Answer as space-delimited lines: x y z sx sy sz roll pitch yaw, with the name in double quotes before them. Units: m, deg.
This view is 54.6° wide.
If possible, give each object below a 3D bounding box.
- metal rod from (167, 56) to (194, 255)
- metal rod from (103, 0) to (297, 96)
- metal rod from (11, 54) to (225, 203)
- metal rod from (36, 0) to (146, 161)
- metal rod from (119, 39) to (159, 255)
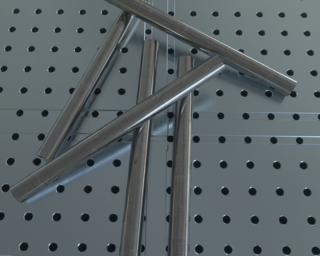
"metal rod" 0.028 0.043 0.396 0.025 0.025 0.299 3 70 1
"metal rod" 0.052 -0.127 0.442 0.301 0.025 0.025 29 73 4
"metal rod" -0.050 -0.001 0.388 0.301 0.025 0.025 -33 73 -3
"metal rod" -0.087 -0.089 0.443 0.025 0.025 0.300 22 71 8
"metal rod" -0.024 0.017 0.405 0.025 0.025 0.299 4 70 1
